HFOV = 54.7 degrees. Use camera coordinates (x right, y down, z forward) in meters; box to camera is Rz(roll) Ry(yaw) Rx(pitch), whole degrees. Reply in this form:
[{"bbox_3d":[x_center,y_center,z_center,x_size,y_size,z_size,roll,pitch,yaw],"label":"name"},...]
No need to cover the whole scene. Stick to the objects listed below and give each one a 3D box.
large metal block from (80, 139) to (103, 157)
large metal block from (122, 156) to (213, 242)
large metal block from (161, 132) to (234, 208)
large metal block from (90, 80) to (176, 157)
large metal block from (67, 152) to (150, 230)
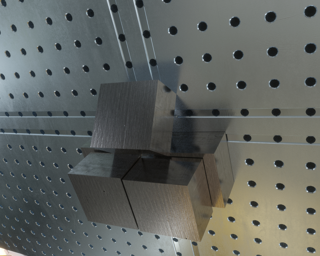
[{"bbox_3d":[-0.058,0.051,0.456,0.080,0.050,0.079,2,119,27],"label":"large metal block"},{"bbox_3d":[0.012,0.082,0.371,0.080,0.050,0.080,0,119,28],"label":"large metal block"},{"bbox_3d":[0.045,0.052,0.402,0.080,0.050,0.080,-1,118,28],"label":"large metal block"},{"bbox_3d":[-0.031,-0.010,0.377,0.080,0.050,0.080,0,77,27],"label":"large metal block"},{"bbox_3d":[-0.061,0.080,0.407,0.080,0.050,0.080,0,119,28],"label":"large metal block"}]
